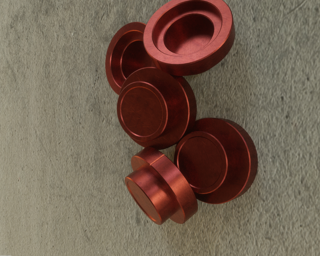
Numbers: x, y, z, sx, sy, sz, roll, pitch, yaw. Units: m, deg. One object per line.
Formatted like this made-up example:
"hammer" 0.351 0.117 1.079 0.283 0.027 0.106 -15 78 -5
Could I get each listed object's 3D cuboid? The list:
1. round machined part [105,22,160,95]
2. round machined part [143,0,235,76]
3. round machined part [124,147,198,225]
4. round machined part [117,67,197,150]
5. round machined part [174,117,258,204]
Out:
"round machined part" -0.025 -0.087 0.414 0.098 0.042 0.097 0 90 39
"round machined part" 0.034 -0.099 0.347 0.098 0.042 0.098 -8 62 16
"round machined part" -0.005 0.074 0.365 0.098 0.042 0.097 43 154 27
"round machined part" -0.011 -0.021 0.359 0.098 0.042 0.097 7 104 30
"round machined part" 0.055 0.037 0.349 0.098 0.042 0.097 0 90 39
